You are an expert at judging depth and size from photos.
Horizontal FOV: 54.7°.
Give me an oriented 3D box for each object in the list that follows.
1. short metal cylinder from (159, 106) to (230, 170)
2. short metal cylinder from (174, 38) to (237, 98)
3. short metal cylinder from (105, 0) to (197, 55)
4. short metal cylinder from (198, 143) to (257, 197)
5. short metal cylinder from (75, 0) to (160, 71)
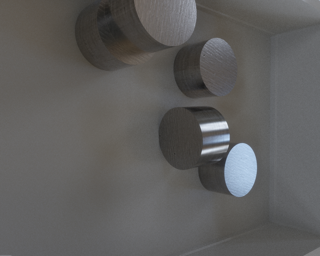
[{"bbox_3d":[0.043,0.012,0.407,0.050,0.080,0.079,-6,94,-40],"label":"short metal cylinder"},{"bbox_3d":[0.066,-0.084,0.445,0.081,0.050,0.080,0,90,-40],"label":"short metal cylinder"},{"bbox_3d":[-0.009,-0.119,0.317,0.081,0.050,0.080,0,90,-40],"label":"short metal cylinder"},{"bbox_3d":[0.105,0.062,0.478,0.081,0.050,0.080,0,90,-40],"label":"short metal cylinder"},{"bbox_3d":[-0.047,-0.108,0.350,0.081,0.050,0.080,0,90,-40],"label":"short metal cylinder"}]
